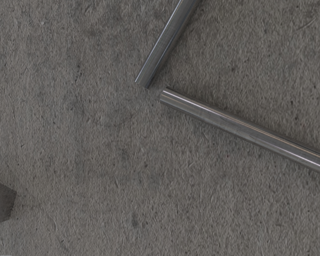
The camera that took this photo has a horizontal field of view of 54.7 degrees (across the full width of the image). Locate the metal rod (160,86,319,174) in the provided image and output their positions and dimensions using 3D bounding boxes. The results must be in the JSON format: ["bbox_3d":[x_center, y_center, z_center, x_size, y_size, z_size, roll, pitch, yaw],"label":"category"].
[{"bbox_3d":[0.136,0.018,0.360,0.301,0.025,0.025,25,98,18],"label":"metal rod"}]

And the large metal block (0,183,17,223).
[{"bbox_3d":[-0.290,0.114,0.482,0.080,0.080,0.050,21,97,18],"label":"large metal block"}]

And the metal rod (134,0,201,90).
[{"bbox_3d":[0.050,-0.184,0.391,0.025,0.025,0.299,34,101,17],"label":"metal rod"}]
